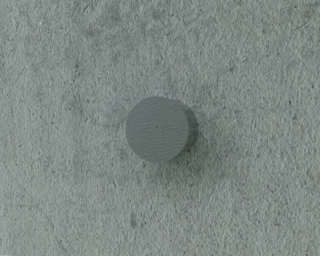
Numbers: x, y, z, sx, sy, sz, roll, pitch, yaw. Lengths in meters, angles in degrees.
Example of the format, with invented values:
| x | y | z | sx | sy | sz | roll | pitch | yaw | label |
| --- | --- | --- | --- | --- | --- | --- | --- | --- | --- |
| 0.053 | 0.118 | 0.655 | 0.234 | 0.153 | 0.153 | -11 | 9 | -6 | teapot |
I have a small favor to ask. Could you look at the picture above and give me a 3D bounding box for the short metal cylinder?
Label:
| x | y | z | sx | sy | sz | roll | pitch | yaw | label |
| --- | --- | --- | --- | --- | --- | --- | --- | --- | --- |
| 0.004 | 0.002 | 0.395 | 0.080 | 0.050 | 0.079 | 0 | 90 | 19 | short metal cylinder |
